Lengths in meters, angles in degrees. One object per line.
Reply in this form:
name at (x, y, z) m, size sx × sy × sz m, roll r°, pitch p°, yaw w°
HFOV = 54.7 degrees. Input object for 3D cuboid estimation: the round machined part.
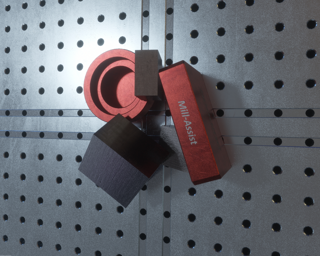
round machined part at (-0.050, -0.054, 0.420) m, size 0.098 × 0.042 × 0.097 m, roll 0°, pitch 90°, yaw 19°

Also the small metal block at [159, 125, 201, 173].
small metal block at (0.026, 0.026, 0.397) m, size 0.050 × 0.025 × 0.050 m, roll 14°, pitch 99°, yaw 30°

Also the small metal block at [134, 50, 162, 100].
small metal block at (-0.012, -0.059, 0.359) m, size 0.025 × 0.050 × 0.050 m, roll 0°, pitch 89°, yaw 6°

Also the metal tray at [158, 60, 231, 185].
metal tray at (0.044, -0.006, 0.362) m, size 0.030 × 0.090 × 0.129 m, roll -19°, pitch 84°, yaw 19°

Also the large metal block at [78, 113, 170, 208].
large metal block at (-0.047, 0.042, 0.391) m, size 0.080 × 0.050 × 0.080 m, roll 38°, pitch 134°, yaw 4°
